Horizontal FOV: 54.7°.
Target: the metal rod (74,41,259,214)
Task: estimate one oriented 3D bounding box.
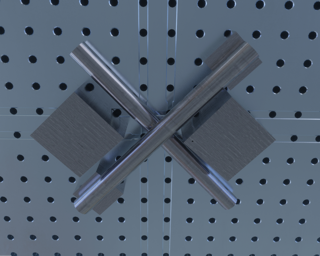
[{"bbox_3d":[-0.002,0.009,0.389,0.299,0.025,0.025,-43,105,14],"label":"metal rod"}]

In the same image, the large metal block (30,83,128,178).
[{"bbox_3d":[-0.101,0.002,0.400,0.080,0.050,0.080,-41,105,13],"label":"large metal block"}]

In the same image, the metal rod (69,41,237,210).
[{"bbox_3d":[0.001,0.007,0.415,0.025,0.025,0.300,-41,105,13],"label":"metal rod"}]

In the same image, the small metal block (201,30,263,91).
[{"bbox_3d":[0.088,-0.084,0.384,0.050,0.025,0.050,-42,105,14],"label":"small metal block"}]

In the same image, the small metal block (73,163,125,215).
[{"bbox_3d":[-0.087,0.088,0.445,0.050,0.025,0.050,43,104,-14],"label":"small metal block"}]

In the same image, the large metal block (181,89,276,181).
[{"bbox_3d":[0.086,0.008,0.404,0.080,0.050,0.080,41,105,-14],"label":"large metal block"}]
